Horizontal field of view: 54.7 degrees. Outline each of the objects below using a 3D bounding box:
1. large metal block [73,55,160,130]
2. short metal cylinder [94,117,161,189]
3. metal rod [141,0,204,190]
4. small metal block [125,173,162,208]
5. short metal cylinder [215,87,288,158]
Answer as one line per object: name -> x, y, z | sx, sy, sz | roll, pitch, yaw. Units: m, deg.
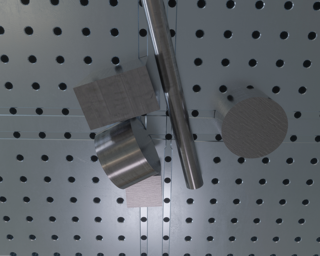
large metal block -> -0.046, -0.045, 0.367 | 0.080, 0.080, 0.050 | -16, 109, 6
short metal cylinder -> -0.039, 0.031, 0.395 | 0.050, 0.080, 0.080 | -27, 108, 9
metal rod -> 0.015, -0.055, 0.393 | 0.025, 0.025, 0.298 | -13, 110, 4
small metal block -> -0.023, 0.085, 0.445 | 0.050, 0.025, 0.050 | -2, 110, 0
short metal cylinder -> 0.115, -0.008, 0.398 | 0.081, 0.050, 0.079 | 0, 110, 0
